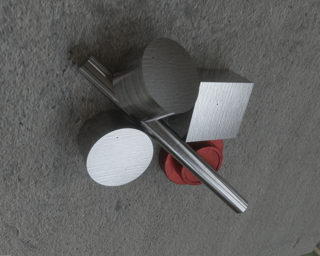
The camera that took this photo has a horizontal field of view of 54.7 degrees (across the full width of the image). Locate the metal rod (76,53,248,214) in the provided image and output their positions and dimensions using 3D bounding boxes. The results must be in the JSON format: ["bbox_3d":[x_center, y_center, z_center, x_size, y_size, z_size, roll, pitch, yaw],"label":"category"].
[{"bbox_3d":[0.020,0.023,0.389,0.025,0.025,0.300,-45,116,3],"label":"metal rod"}]

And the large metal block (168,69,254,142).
[{"bbox_3d":[0.064,-0.031,0.406,0.081,0.050,0.079,-3,120,-27],"label":"large metal block"}]

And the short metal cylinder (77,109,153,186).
[{"bbox_3d":[-0.055,0.023,0.378,0.081,0.050,0.079,-14,124,-21],"label":"short metal cylinder"}]

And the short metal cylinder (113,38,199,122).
[{"bbox_3d":[-0.003,-0.050,0.335,0.081,0.050,0.080,11,74,-40],"label":"short metal cylinder"}]

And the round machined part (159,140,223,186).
[{"bbox_3d":[0.051,0.045,0.452,0.099,0.042,0.097,-14,124,-21],"label":"round machined part"}]
